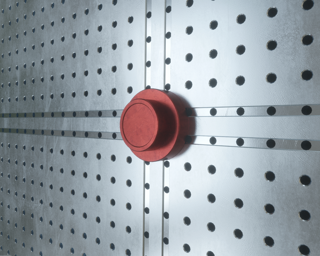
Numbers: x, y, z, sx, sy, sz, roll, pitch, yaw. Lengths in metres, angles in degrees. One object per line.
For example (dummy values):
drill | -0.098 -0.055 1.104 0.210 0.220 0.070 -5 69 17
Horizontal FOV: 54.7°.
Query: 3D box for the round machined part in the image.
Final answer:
round machined part | -0.015 -0.004 0.408 0.098 0.042 0.097 0 90 39
